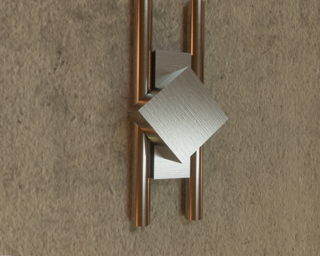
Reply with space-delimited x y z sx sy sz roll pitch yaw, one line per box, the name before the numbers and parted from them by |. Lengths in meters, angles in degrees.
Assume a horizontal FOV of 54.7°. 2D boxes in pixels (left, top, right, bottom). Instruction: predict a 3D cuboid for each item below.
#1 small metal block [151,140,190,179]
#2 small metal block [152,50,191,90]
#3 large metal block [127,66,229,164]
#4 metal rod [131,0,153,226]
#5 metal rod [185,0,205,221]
small metal block | 0.012 0.041 0.415 0.050 0.025 0.050 1 90 -21
small metal block | 0.013 -0.075 0.415 0.050 0.025 0.050 1 90 -21
large metal block | 0.021 -0.015 0.377 0.080 0.050 0.080 -43 104 -15
metal rod | -0.023 -0.025 0.403 0.025 0.025 0.298 1 90 -20
metal rod | 0.048 -0.024 0.430 0.025 0.025 0.298 1 90 -20
